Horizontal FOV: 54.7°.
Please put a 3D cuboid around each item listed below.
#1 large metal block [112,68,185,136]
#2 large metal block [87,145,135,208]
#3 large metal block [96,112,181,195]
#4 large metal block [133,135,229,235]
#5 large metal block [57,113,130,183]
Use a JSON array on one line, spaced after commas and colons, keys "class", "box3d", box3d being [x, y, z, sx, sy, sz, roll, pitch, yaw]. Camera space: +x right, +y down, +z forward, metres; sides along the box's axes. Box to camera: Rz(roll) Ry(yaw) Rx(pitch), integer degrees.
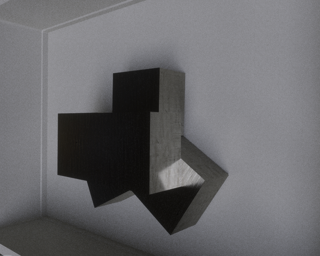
[{"class": "large metal block", "box3d": [-0.016, -0.031, 0.402, 0.080, 0.050, 0.079, 2, 91, 40]}, {"class": "large metal block", "box3d": [-0.061, 0.058, 0.439, 0.080, 0.050, 0.080, -32, 70, 35]}, {"class": "large metal block", "box3d": [-0.024, 0.023, 0.342, 0.080, 0.050, 0.080, 1, 91, 40]}, {"class": "large metal block", "box3d": [0.020, 0.064, 0.371, 0.080, 0.050, 0.080, 42, 115, 32]}, {"class": "large metal block", "box3d": [-0.085, 0.022, 0.394, 0.080, 0.050, 0.080, 1, 91, 40]}]
